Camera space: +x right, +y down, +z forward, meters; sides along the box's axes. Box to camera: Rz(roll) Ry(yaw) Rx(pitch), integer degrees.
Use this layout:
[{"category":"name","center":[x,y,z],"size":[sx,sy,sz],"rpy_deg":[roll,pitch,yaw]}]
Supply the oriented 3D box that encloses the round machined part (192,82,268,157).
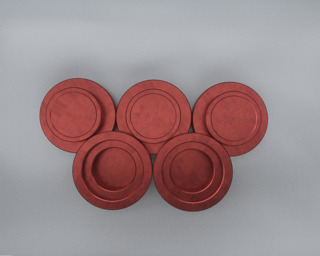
[{"category":"round machined part","center":[0.091,-0.011,0.401],"size":[0.099,0.042,0.097],"rpy_deg":[0,89,0]}]

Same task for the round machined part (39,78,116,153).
[{"category":"round machined part","center":[-0.106,-0.016,0.399],"size":[0.099,0.042,0.097],"rpy_deg":[0,89,-1]}]

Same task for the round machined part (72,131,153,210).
[{"category":"round machined part","center":[-0.058,0.052,0.401],"size":[0.099,0.042,0.097],"rpy_deg":[0,90,0]}]

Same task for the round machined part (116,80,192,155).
[{"category":"round machined part","center":[-0.008,-0.014,0.400],"size":[0.099,0.042,0.097],"rpy_deg":[0,89,0]}]

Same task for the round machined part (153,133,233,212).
[{"category":"round machined part","center":[0.040,0.054,0.401],"size":[0.099,0.042,0.097],"rpy_deg":[0,90,0]}]
